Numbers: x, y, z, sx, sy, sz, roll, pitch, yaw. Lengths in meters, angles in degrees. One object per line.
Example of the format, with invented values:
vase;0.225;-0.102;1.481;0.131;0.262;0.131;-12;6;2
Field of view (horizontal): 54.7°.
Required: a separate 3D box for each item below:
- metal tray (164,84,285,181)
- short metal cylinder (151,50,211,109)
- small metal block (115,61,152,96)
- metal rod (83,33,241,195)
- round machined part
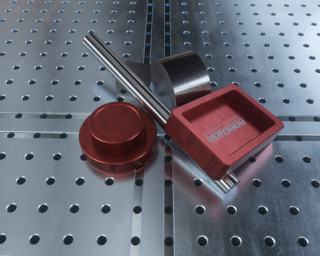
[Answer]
metal tray;0.081;-0.001;0.379;0.131;0.030;0.090;-25;61;-39
short metal cylinder;0.026;-0.060;0.422;0.050;0.080;0.080;-20;53;-16
small metal block;-0.034;-0.073;0.469;0.050;0.025;0.050;10;51;8
metal rod;-0.011;-0.033;0.413;0.025;0.025;0.300;-33;65;-24
round machined part;-0.053;0.004;0.391;0.099;0.042;0.098;0;50;0
